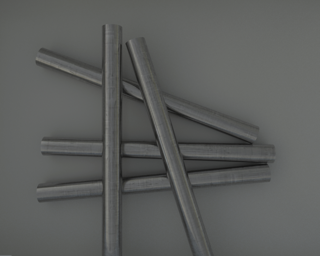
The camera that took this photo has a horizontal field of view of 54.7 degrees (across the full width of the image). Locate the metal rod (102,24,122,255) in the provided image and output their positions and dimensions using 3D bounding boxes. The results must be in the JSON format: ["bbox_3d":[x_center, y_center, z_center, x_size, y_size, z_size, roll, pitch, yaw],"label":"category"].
[{"bbox_3d":[-0.059,0.024,0.383,0.025,0.025,0.298,0,90,-1],"label":"metal rod"}]

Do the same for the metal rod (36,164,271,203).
[{"bbox_3d":[-0.007,0.073,0.410,0.302,0.025,0.025,-5,90,-1],"label":"metal rod"}]

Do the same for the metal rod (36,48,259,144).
[{"bbox_3d":[-0.016,-0.042,0.409,0.302,0.025,0.025,20,90,-1],"label":"metal rod"}]

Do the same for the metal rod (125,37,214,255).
[{"bbox_3d":[0.014,0.034,0.385,0.025,0.025,0.298,-18,90,0],"label":"metal rod"}]

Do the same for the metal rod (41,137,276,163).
[{"bbox_3d":[-0.001,0.029,0.409,0.302,0.025,0.025,2,90,-1],"label":"metal rod"}]
